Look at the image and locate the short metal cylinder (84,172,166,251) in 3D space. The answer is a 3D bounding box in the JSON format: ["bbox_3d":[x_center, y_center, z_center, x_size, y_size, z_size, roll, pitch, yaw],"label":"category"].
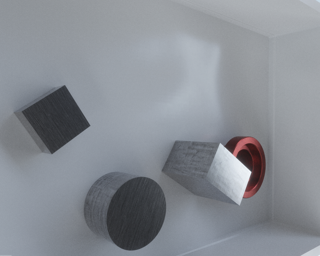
[{"bbox_3d":[-0.040,0.093,0.359,0.081,0.050,0.079,0,90,-40],"label":"short metal cylinder"}]

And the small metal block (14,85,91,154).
[{"bbox_3d":[-0.109,-0.009,0.317,0.050,0.025,0.050,-42,116,-32],"label":"small metal block"}]

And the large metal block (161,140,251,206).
[{"bbox_3d":[0.064,0.060,0.427,0.080,0.080,0.050,40,66,-33],"label":"large metal block"}]

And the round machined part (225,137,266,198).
[{"bbox_3d":[0.127,0.062,0.505,0.099,0.042,0.097,0,90,-40],"label":"round machined part"}]
